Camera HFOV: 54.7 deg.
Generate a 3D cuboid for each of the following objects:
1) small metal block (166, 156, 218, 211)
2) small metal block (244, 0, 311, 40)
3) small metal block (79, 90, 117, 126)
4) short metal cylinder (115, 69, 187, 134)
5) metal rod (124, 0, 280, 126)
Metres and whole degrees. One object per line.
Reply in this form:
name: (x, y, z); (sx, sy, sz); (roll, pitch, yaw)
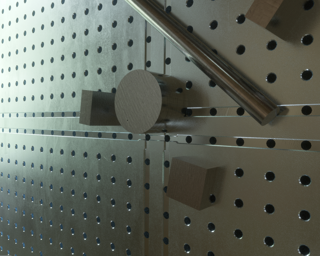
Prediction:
small metal block: (0.038, 0.065, 0.376); (0.050, 0.025, 0.050); (15, 100, 38)
small metal block: (0.115, -0.118, 0.297); (0.025, 0.050, 0.050); (45, 117, 30)
small metal block: (-0.091, -0.030, 0.466); (0.025, 0.050, 0.050); (11, 97, 39)
short metal cylinder: (-0.013, -0.033, 0.402); (0.080, 0.050, 0.079); (0, 90, 39)
metal rod: (0.026, -0.112, 0.385); (0.300, 0.025, 0.025); (49, 119, 28)
